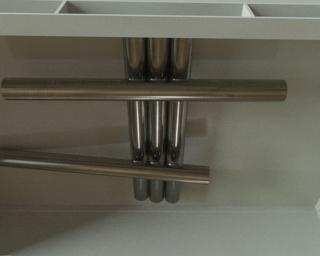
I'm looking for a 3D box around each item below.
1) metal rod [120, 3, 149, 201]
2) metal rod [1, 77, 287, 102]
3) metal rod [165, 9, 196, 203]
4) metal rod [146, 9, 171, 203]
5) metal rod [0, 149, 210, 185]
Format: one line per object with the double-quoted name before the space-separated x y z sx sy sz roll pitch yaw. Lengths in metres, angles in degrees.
"metal rod" -0.028 -0.006 0.403 0.025 0.025 0.298 0 130 -1
"metal rod" -0.016 -0.042 0.339 0.302 0.025 0.025 0 130 -1
"metal rod" 0.022 -0.001 0.406 0.025 0.025 0.298 0 130 -1
"metal rod" -0.004 -0.002 0.406 0.025 0.025 0.298 0 130 -1
"metal rod" -0.085 0.053 0.428 0.302 0.025 0.025 4 130 5
